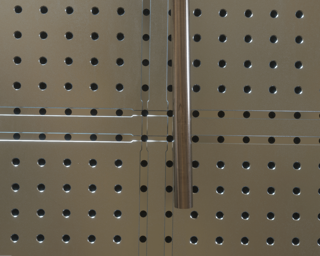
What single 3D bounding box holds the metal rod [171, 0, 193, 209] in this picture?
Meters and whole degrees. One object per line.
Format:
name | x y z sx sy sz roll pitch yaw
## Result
metal rod | 0.029 -0.045 0.413 0.025 0.025 0.298 -1 90 0
